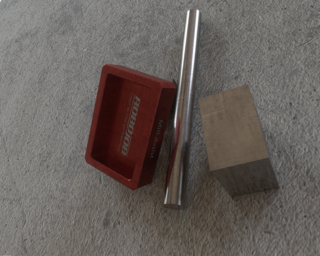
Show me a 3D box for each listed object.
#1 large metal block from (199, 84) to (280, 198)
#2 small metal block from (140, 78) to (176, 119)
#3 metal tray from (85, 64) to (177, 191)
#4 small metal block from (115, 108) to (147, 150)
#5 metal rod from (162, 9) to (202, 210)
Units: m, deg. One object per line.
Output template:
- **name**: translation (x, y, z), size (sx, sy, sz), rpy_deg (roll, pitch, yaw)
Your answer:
- **large metal block**: translation (0.081, 0.016, 0.316), size (0.050, 0.080, 0.080), rpy_deg (-17, 55, 18)
- **small metal block**: translation (-0.004, -0.039, 0.428), size (0.050, 0.025, 0.050), rpy_deg (-4, 60, 25)
- **metal tray**: translation (-0.039, -0.003, 0.373), size (0.090, 0.030, 0.129), rpy_deg (24, 108, 31)
- **small metal block**: translation (-0.032, 0.002, 0.403), size (0.050, 0.025, 0.050), rpy_deg (14, 103, 33)
- **metal rod**: translation (0.034, -0.044, 0.411), size (0.025, 0.025, 0.299), rpy_deg (-6, 59, 25)
